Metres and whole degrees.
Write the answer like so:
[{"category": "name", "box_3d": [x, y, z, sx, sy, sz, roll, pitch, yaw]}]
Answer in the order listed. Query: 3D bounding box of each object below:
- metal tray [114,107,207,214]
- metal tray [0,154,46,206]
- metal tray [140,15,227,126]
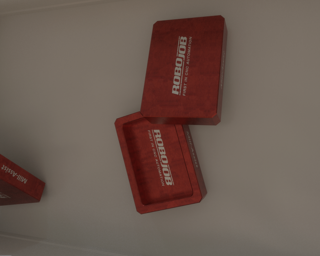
[{"category": "metal tray", "box_3d": [0.000, 0.039, 0.407, 0.090, 0.030, 0.129, -17, 85, 19]}, {"category": "metal tray", "box_3d": [-0.243, 0.071, 0.444, 0.090, 0.130, 0.030, -9, 53, 20]}, {"category": "metal tray", "box_3d": [0.031, -0.070, 0.377, 0.090, 0.030, 0.130, 2, 73, 20]}]
